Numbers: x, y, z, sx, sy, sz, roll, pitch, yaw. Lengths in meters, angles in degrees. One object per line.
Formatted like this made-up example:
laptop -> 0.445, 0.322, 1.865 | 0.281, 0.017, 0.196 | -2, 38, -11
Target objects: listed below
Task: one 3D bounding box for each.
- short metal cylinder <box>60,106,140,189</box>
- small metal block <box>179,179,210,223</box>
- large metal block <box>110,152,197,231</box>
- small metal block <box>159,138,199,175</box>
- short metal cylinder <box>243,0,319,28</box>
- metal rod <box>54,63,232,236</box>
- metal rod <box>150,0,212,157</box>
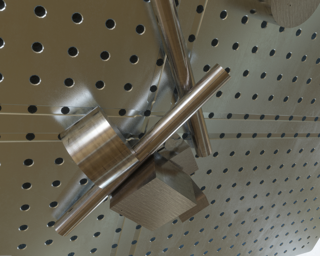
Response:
short metal cylinder -> -0.066, 0.022, 0.353 | 0.050, 0.080, 0.080 | -37, 129, -3
small metal block -> 0.041, 0.111, 0.486 | 0.050, 0.050, 0.025 | -31, 129, -8
large metal block -> -0.010, 0.087, 0.421 | 0.080, 0.050, 0.080 | -37, 124, 21
small metal block -> 0.024, 0.051, 0.455 | 0.050, 0.025, 0.050 | -31, 129, -9
short metal cylinder -> 0.148, -0.167, 0.373 | 0.081, 0.050, 0.079 | -14, 124, -21
metal rod -> -0.029, 0.035, 0.396 | 0.299, 0.025, 0.025 | -44, 130, 10
metal rod -> 0.025, -0.075, 0.377 | 0.025, 0.025, 0.299 | -29, 128, -10
